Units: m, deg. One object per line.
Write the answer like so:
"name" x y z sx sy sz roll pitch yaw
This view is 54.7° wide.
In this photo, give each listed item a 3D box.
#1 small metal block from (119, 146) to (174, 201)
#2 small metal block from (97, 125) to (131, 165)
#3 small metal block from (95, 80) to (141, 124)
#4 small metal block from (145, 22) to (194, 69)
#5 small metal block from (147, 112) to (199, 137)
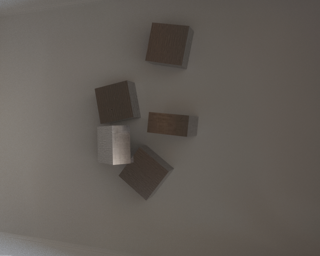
"small metal block" -0.018 0.059 0.416 0.050 0.025 0.050 39 102 14
"small metal block" -0.063 0.022 0.418 0.050 0.025 0.050 -3 88 57
"small metal block" -0.058 -0.035 0.430 0.050 0.025 0.050 -11 86 19
"small metal block" 0.013 -0.107 0.405 0.050 0.025 0.050 12 94 19
"small metal block" 0.018 -0.005 0.390 0.050 0.050 0.025 6 92 19
